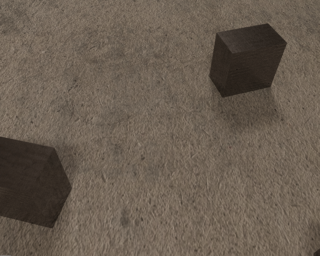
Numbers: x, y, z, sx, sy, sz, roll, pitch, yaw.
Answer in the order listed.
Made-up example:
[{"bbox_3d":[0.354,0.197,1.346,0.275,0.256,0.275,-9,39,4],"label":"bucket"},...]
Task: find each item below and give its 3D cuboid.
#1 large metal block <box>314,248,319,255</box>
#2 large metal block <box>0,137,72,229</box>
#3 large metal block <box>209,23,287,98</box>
[{"bbox_3d":[0.184,0.150,0.264,0.080,0.050,0.080,12,51,10],"label":"large metal block"},{"bbox_3d":[-0.147,0.056,0.319,0.080,0.080,0.050,11,51,8],"label":"large metal block"},{"bbox_3d":[0.124,-0.098,0.451,0.081,0.080,0.050,-13,52,-11],"label":"large metal block"}]
